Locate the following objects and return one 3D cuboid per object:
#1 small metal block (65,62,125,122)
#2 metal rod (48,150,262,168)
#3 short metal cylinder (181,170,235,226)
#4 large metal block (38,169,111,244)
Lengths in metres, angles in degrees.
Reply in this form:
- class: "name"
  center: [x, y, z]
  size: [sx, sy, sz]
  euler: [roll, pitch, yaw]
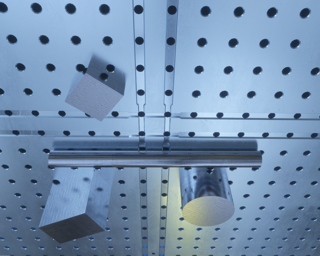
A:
- class: "small metal block"
  center: [-0.078, -0.042, 0.374]
  size: [0.050, 0.025, 0.050]
  euler: [31, 123, -24]
- class: "metal rod"
  center: [-0.006, 0.045, 0.449]
  size: [0.302, 0.025, 0.025]
  euler: [0, 130, -1]
- class: "short metal cylinder"
  center: [0.074, 0.112, 0.492]
  size: [0.081, 0.050, 0.079]
  euler: [0, 130, 0]
- class: "large metal block"
  center: [-0.127, 0.120, 0.476]
  size: [0.080, 0.080, 0.050]
  euler: [-21, 127, 16]
